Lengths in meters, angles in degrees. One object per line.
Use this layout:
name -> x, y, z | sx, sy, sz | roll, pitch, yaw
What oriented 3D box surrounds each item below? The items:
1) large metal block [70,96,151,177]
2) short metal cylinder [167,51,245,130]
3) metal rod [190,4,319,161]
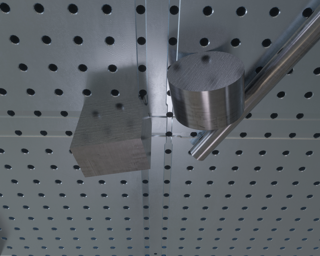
large metal block -> -0.055, 0.010, 0.383 | 0.080, 0.080, 0.050 | -8, 130, 7
short metal cylinder -> 0.051, -0.042, 0.340 | 0.080, 0.080, 0.050 | -8, 130, 6
metal rod -> 0.129, -0.061, 0.360 | 0.025, 0.025, 0.298 | 24, 126, -19
